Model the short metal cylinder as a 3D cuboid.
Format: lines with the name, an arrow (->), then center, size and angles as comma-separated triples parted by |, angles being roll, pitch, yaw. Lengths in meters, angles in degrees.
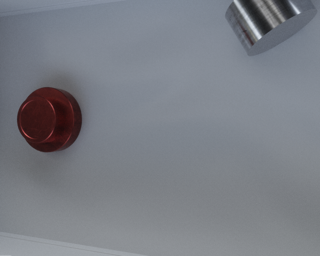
short metal cylinder -> 0.120, -0.123, 0.339 | 0.080, 0.080, 0.050 | -30, 80, 17

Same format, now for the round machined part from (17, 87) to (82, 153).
round machined part -> -0.170, -0.012, 0.460 | 0.098, 0.042, 0.097 | 0, 90, 19
